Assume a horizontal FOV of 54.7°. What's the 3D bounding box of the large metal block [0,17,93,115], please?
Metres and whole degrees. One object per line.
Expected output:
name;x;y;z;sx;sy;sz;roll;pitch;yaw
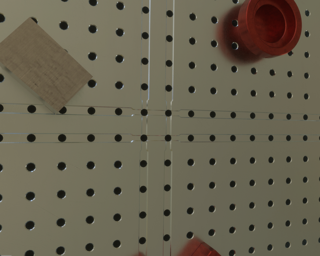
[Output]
large metal block;-0.126;-0.061;0.337;0.080;0.080;0.050;44;76;-15

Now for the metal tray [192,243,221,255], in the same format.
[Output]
metal tray;0.082;0.241;0.440;0.130;0.030;0.090;46;76;-14

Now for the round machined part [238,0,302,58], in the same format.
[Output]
round machined part;0.157;-0.152;0.461;0.099;0.042;0.097;0;90;-20
